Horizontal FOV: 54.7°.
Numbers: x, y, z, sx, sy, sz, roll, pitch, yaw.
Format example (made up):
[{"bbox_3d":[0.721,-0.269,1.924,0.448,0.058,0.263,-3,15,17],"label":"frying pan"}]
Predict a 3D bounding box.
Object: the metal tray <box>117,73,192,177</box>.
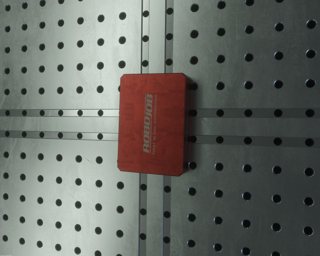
[{"bbox_3d":[-0.008,-0.006,0.411,0.090,0.030,0.129,2,91,19],"label":"metal tray"}]
